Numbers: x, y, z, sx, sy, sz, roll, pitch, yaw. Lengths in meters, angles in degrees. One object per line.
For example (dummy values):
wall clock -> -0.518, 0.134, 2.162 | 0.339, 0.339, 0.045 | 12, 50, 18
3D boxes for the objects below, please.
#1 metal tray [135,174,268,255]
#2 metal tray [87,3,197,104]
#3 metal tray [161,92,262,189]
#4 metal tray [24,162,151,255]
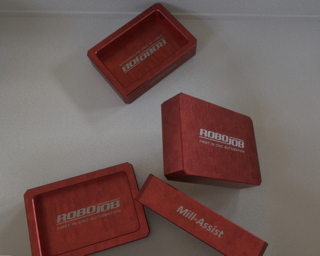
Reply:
metal tray -> 0.041, 0.098, 0.337 | 0.130, 0.090, 0.030 | 29, 81, 10
metal tray -> -0.024, -0.107, 0.440 | 0.130, 0.030, 0.090 | -38, 75, -9
metal tray -> 0.062, 0.020, 0.360 | 0.131, 0.030, 0.090 | 14, 64, -37
metal tray -> -0.085, 0.102, 0.368 | 0.131, 0.030, 0.090 | -15, 71, -6
